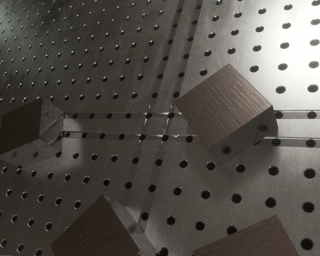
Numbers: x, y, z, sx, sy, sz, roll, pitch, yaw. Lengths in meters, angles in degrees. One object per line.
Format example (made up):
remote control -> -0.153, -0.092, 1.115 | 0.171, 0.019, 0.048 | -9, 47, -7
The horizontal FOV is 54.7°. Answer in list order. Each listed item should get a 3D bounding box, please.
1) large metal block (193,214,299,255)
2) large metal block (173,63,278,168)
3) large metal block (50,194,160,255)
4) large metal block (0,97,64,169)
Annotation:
large metal block -> 0.086, 0.133, 0.265 | 0.080, 0.050, 0.080 | -28, 52, 10
large metal block -> 0.076, -0.015, 0.361 | 0.080, 0.050, 0.080 | -35, 52, 4
large metal block -> -0.060, 0.135, 0.339 | 0.080, 0.050, 0.080 | -44, 51, -3
large metal block -> -0.203, 0.008, 0.491 | 0.080, 0.050, 0.080 | -21, 54, 15
